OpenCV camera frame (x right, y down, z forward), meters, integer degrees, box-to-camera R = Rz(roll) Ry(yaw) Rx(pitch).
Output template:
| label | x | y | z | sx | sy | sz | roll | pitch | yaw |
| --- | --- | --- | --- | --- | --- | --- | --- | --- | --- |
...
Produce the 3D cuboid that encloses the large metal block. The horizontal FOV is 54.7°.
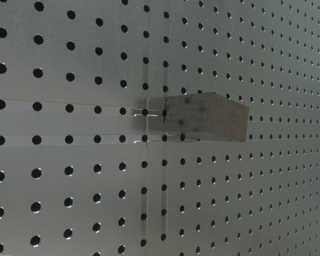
| label | x | y | z | sx | sy | sz | roll | pitch | yaw |
| --- | --- | --- | --- | --- | --- | --- | --- | --- | --- |
| large metal block | 0.064 | -0.012 | 0.429 | 0.081 | 0.080 | 0.050 | 14 | 81 | -40 |
